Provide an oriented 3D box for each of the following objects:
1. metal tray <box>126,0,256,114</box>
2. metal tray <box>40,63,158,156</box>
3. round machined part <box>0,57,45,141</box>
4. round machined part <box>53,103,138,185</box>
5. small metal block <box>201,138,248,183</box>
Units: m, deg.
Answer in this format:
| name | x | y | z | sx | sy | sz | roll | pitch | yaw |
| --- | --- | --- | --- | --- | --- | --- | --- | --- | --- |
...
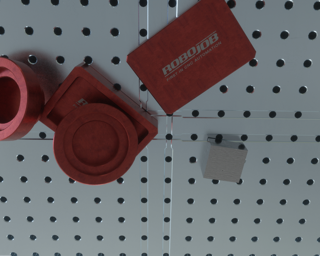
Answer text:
| name | x | y | z | sx | sy | sz | roll | pitch | yaw |
| --- | --- | --- | --- | --- | --- | --- | --- | --- | --- |
| metal tray | 0.037 | -0.089 | 0.378 | 0.130 | 0.030 | 0.090 | -34 | 107 | 11 |
| metal tray | -0.078 | -0.010 | 0.406 | 0.130 | 0.030 | 0.090 | 39 | 105 | -13 |
| round machined part | -0.181 | -0.033 | 0.375 | 0.098 | 0.042 | 0.097 | -1 | 88 | 23 |
| round machined part | -0.080 | 0.018 | 0.384 | 0.099 | 0.042 | 0.097 | -1 | 93 | -15 |
| small metal block | 0.088 | 0.045 | 0.431 | 0.050 | 0.025 | 0.050 | 8 | 110 | -3 |
